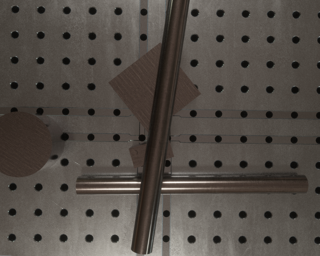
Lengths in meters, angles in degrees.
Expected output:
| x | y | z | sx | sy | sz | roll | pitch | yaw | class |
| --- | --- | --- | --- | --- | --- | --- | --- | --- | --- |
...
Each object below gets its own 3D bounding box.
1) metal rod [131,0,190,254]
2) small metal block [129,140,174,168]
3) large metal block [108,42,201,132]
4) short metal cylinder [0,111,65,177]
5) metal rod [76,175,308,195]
| x | y | z | sx | sy | sz | roll | pitch | yaw | class |
| --- | --- | --- | --- | --- | --- | --- | --- | --- | --- |
| 0.001 | -0.005 | 0.363 | 0.025 | 0.025 | 0.298 | 9 | 90 | -1 | metal rod |
| -0.010 | 0.030 | 0.401 | 0.050 | 0.050 | 0.025 | -16 | 90 | 0 | small metal block |
| -0.006 | -0.049 | 0.401 | 0.080 | 0.050 | 0.080 | -38 | 90 | 0 | large metal block |
| -0.171 | 0.020 | 0.399 | 0.081 | 0.050 | 0.079 | 0 | 90 | -1 | short metal cylinder |
| 0.042 | 0.076 | 0.414 | 0.302 | 0.025 | 0.025 | 0 | 90 | -1 | metal rod |
